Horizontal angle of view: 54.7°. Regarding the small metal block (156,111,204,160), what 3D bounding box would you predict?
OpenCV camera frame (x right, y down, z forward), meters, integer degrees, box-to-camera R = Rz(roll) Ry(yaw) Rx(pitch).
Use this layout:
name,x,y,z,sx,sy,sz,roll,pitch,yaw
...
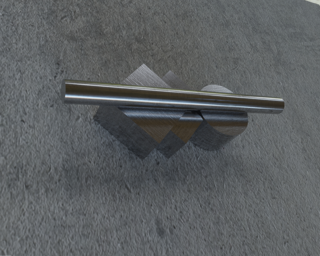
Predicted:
name,x,y,z,sx,sy,sz,roll,pitch,yaw
small metal block,0.023,0.007,0.399,0.025,0.050,0.050,41,51,-1

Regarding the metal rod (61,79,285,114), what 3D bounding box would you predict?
name,x,y,z,sx,sy,sz,roll,pitch,yaw
metal rod,0.037,-0.034,0.379,0.303,0.025,0.025,1,62,-28

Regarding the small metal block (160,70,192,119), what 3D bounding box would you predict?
name,x,y,z,sx,sy,sz,roll,pitch,yaw
small metal block,0.015,-0.042,0.424,0.050,0.050,0.025,41,51,-1

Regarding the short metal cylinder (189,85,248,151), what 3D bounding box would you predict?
name,x,y,z,sx,sy,sz,roll,pitch,yaw
short metal cylinder,0.076,-0.014,0.437,0.081,0.050,0.080,14,56,-21

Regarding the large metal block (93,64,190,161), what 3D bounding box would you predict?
name,x,y,z,sx,sy,sz,roll,pitch,yaw
large metal block,-0.021,-0.021,0.388,0.080,0.050,0.080,41,51,-1
